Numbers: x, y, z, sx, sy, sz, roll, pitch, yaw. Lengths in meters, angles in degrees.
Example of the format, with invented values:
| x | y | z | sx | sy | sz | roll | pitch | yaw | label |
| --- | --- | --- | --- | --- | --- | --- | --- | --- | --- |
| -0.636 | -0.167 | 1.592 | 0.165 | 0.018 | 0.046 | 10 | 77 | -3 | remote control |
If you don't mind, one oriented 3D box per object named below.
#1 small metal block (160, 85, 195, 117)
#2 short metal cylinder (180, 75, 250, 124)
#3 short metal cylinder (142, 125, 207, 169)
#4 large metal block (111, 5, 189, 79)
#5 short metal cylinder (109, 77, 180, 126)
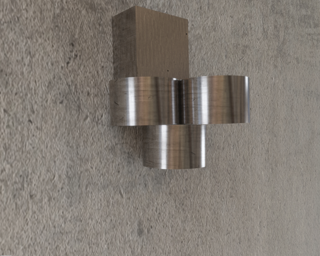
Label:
| x | y | z | sx | sy | sz | roll | pitch | yaw | label |
| --- | --- | --- | --- | --- | --- | --- | --- | --- | --- |
| 0.022 | -0.030 | 0.411 | 0.025 | 0.050 | 0.050 | 1 | 89 | -40 | small metal block |
| 0.062 | -0.030 | 0.358 | 0.081 | 0.080 | 0.050 | -3 | 92 | -40 | short metal cylinder |
| 0.018 | 0.021 | 0.386 | 0.081 | 0.080 | 0.050 | -1 | 91 | -40 | short metal cylinder |
| -0.011 | -0.095 | 0.381 | 0.081 | 0.050 | 0.079 | -2 | 92 | -40 | large metal block |
| -0.017 | -0.029 | 0.356 | 0.081 | 0.080 | 0.050 | -3 | 92 | -40 | short metal cylinder |
